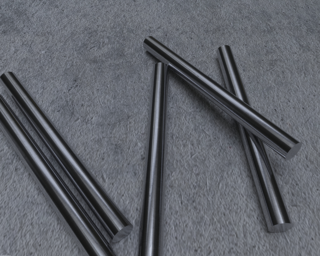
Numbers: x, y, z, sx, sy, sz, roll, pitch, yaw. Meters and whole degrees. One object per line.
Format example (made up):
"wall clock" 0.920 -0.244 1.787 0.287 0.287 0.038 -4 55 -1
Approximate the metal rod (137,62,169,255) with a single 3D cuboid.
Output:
"metal rod" -0.005 0.023 0.383 0.025 0.025 0.300 2 50 1

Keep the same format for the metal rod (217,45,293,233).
"metal rod" 0.115 -0.012 0.414 0.025 0.025 0.300 -2 50 -3

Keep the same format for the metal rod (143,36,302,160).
"metal rod" 0.064 -0.059 0.432 0.025 0.025 0.300 -27 49 -21

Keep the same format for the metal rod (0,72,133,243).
"metal rod" -0.132 0.017 0.387 0.025 0.025 0.300 -32 57 -24

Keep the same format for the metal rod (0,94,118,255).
"metal rod" -0.135 0.051 0.358 0.025 0.025 0.300 -33 58 -25
